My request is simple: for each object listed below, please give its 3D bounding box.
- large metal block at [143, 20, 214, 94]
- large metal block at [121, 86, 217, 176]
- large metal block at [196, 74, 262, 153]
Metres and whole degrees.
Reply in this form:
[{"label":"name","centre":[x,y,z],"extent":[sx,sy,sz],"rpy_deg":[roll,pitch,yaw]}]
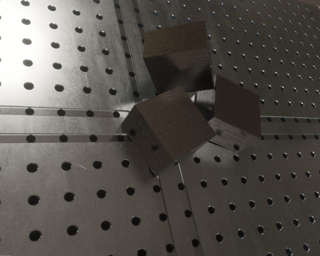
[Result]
[{"label":"large metal block","centre":[0.028,-0.092,0.425],"extent":[0.080,0.080,0.050],"rpy_deg":[-6,57,13]},{"label":"large metal block","centre":[0.011,0.002,0.398],"extent":[0.081,0.050,0.080],"rpy_deg":[-27,77,-37]},{"label":"large metal block","centre":[0.100,-0.021,0.458],"extent":[0.080,0.050,0.080],"rpy_deg":[23,53,-18]}]
